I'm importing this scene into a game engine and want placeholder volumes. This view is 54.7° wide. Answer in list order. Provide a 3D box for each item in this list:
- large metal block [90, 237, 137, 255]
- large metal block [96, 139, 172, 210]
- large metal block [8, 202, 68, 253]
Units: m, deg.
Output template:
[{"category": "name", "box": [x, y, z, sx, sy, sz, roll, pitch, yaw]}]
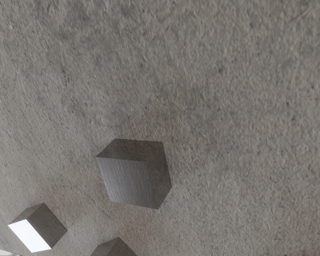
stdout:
[{"category": "large metal block", "box": [-0.088, 0.267, 0.600, 0.080, 0.050, 0.080, 49, 128, -7]}, {"category": "large metal block", "box": [-0.035, 0.064, 0.448, 0.080, 0.050, 0.079, 2, 120, 26]}, {"category": "large metal block", "box": [-0.258, 0.211, 0.654, 0.080, 0.050, 0.080, -24, 106, 36]}]
